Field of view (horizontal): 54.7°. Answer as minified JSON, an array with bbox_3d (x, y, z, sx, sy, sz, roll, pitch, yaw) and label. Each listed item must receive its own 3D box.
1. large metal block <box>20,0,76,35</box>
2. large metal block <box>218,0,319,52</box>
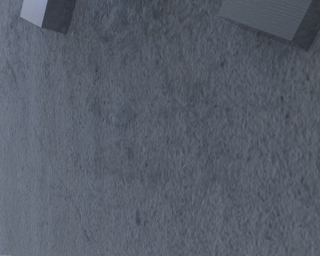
[{"bbox_3d":[-0.197,-0.221,0.547,0.080,0.050,0.079,32,110,35],"label":"large metal block"},{"bbox_3d":[0.115,-0.128,0.293,0.080,0.050,0.079,35,111,34],"label":"large metal block"}]
